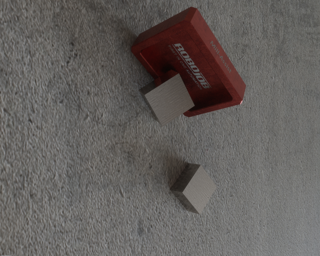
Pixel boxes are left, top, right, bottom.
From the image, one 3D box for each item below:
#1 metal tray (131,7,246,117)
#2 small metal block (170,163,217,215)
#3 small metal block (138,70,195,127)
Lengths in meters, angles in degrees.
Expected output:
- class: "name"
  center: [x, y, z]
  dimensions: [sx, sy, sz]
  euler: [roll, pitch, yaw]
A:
- class: "metal tray"
  center: [0.038, -0.075, 0.390]
  dimensions: [0.130, 0.090, 0.030]
  euler: [48, 47, -30]
- class: "small metal block"
  center: [0.049, 0.087, 0.446]
  dimensions: [0.050, 0.025, 0.050]
  euler: [-51, 120, -28]
- class: "small metal block"
  center: [0.009, -0.039, 0.397]
  dimensions: [0.050, 0.025, 0.050]
  euler: [-33, 119, -7]
